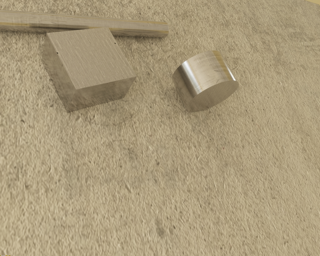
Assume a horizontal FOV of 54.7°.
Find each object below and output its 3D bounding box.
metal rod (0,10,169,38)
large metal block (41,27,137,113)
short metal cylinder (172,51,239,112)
[{"bbox_3d":[-0.120,-0.142,0.425,0.303,0.025,0.025,-8,66,-32],"label":"metal rod"},{"bbox_3d":[-0.089,-0.074,0.385,0.081,0.050,0.080,-20,72,-35],"label":"large metal block"},{"bbox_3d":[0.064,-0.065,0.442,0.081,0.080,0.050,-12,68,-33],"label":"short metal cylinder"}]
